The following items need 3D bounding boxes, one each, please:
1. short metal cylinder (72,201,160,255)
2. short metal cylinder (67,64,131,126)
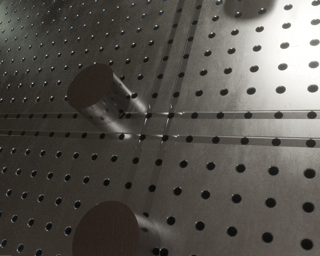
[{"bbox_3d":[-0.047,0.126,0.338,0.080,0.050,0.080,-13,56,20],"label":"short metal cylinder"},{"bbox_3d":[-0.092,-0.050,0.469,0.080,0.050,0.080,-13,56,20],"label":"short metal cylinder"}]
